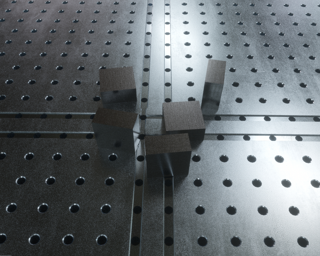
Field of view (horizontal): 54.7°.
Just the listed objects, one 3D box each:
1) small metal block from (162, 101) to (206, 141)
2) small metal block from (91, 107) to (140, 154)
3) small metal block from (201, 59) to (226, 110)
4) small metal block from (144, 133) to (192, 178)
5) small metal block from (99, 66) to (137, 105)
[{"bbox_3d":[0.031,-0.009,0.416,0.050,0.025,0.050,-4,50,-4],"label":"small metal block"},{"bbox_3d":[-0.053,0.004,0.387,0.050,0.050,0.025,9,51,7],"label":"small metal block"},{"bbox_3d":[0.077,-0.062,0.445,0.025,0.050,0.050,9,51,7],"label":"small metal block"},{"bbox_3d":[0.008,0.033,0.364,0.050,0.050,0.025,-5,50,-4],"label":"small metal block"},{"bbox_3d":[-0.063,-0.064,0.461,0.050,0.025,0.050,-7,50,-6],"label":"small metal block"}]
